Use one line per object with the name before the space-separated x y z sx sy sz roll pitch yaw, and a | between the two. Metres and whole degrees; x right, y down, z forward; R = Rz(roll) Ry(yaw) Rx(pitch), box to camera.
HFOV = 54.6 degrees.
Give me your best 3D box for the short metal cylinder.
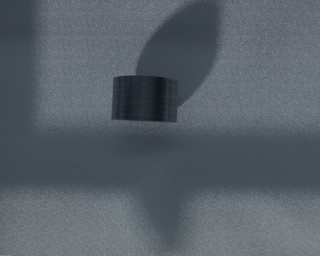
short metal cylinder | -0.018 -0.034 0.384 0.080 0.080 0.050 3 90 0
